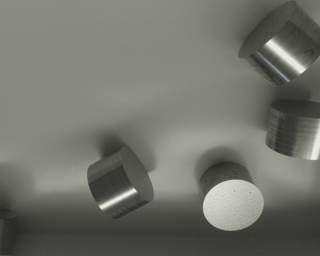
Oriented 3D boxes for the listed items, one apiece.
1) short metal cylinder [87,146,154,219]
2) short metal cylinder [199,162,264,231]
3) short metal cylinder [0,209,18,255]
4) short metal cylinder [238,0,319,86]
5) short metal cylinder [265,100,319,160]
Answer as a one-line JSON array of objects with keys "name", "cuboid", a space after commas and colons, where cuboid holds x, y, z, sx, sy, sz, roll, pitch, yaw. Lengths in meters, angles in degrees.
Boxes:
[{"name": "short metal cylinder", "cuboid": [-0.050, 0.071, 0.408, 0.050, 0.080, 0.080, -30, 108, 10]}, {"name": "short metal cylinder", "cuboid": [0.097, 0.095, 0.434, 0.081, 0.050, 0.079, 0, 110, 0]}, {"name": "short metal cylinder", "cuboid": [-0.243, 0.143, 0.425, 0.081, 0.080, 0.050, 6, 85, -2]}, {"name": "short metal cylinder", "cuboid": [0.136, -0.094, 0.348, 0.050, 0.080, 0.080, 38, 106, -13]}, {"name": "short metal cylinder", "cuboid": [0.176, -0.001, 0.383, 0.081, 0.080, 0.050, 1, 110, -1]}]
